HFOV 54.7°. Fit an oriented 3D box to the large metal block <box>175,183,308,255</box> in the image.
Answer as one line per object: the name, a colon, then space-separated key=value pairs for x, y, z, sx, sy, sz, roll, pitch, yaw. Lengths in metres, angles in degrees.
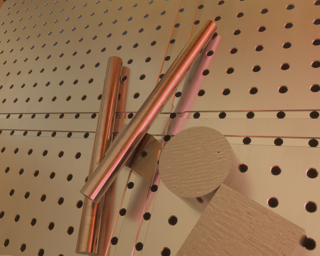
large metal block: x=0.076 y=0.111 z=0.285 sx=0.080 sy=0.050 sz=0.080 roll=27 pitch=77 yaw=37

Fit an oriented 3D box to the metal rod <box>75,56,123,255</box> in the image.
metal rod: x=-0.080 y=0.018 z=0.439 sx=0.025 sy=0.025 sz=0.299 roll=-11 pitch=57 yaw=22

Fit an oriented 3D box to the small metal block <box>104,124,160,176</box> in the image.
small metal block: x=-0.037 y=0.028 z=0.410 sx=0.050 sy=0.025 sz=0.050 roll=22 pitch=73 yaw=36

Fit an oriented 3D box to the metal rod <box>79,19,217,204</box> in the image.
metal rod: x=-0.003 y=-0.037 z=0.407 sx=0.025 sy=0.025 sz=0.300 roll=18 pitch=63 yaw=35

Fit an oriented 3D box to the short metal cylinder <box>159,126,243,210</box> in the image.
short metal cylinder: x=0.046 y=0.045 z=0.341 sx=0.080 sy=0.050 sz=0.080 roll=-13 pitch=56 yaw=21
